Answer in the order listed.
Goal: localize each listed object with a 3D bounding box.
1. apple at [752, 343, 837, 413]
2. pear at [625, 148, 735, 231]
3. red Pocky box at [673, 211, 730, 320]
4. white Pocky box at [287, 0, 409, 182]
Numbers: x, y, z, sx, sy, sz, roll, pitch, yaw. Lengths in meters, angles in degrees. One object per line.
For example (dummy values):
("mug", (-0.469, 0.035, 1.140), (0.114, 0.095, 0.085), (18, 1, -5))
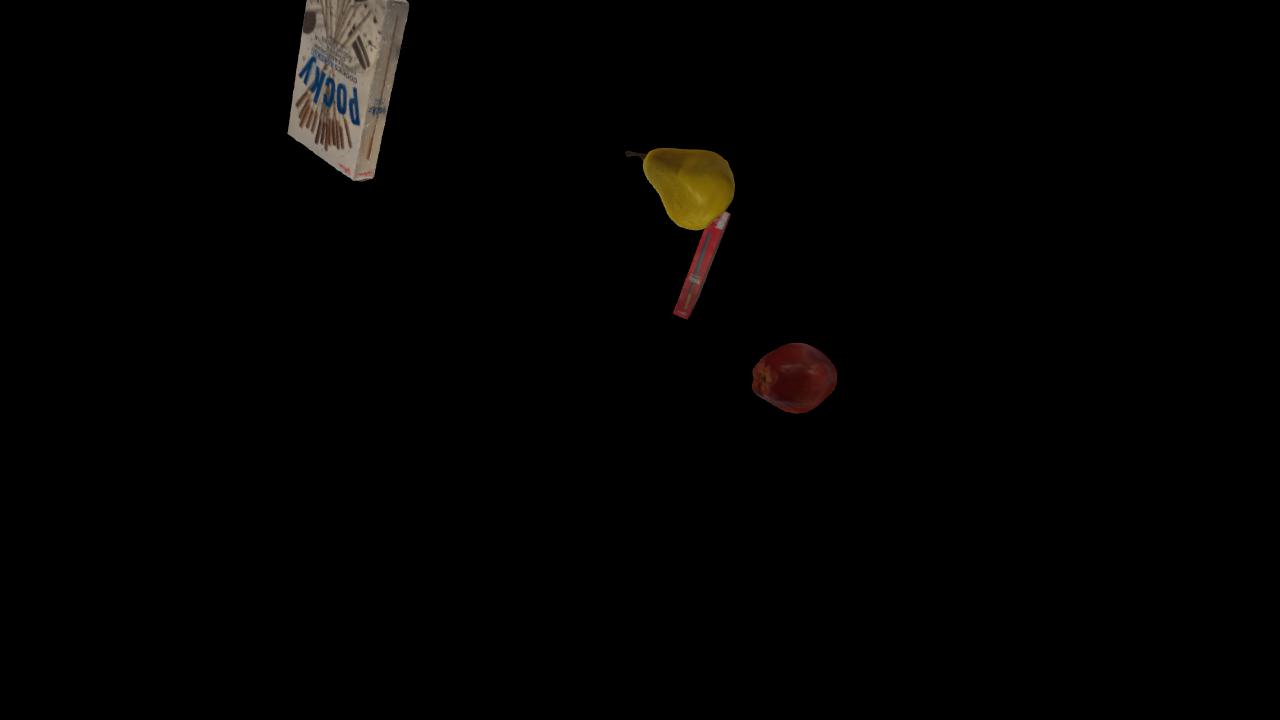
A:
("apple", (0.171, 0.020, 0.677), (0.093, 0.079, 0.079), (5, -2, -27))
("pear", (0.041, -0.187, 0.619), (0.111, 0.080, 0.080), (39, -12, -16))
("red Pocky box", (0.093, -0.144, 0.930), (0.028, 0.155, 0.083), (22, 33, 4))
("white Pocky box", (-0.245, -0.239, 0.512), (0.084, 0.154, 0.028), (36, 32, 9))
